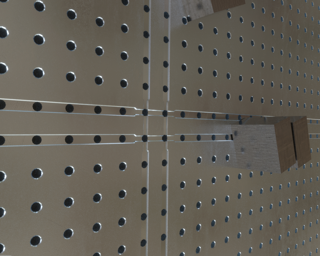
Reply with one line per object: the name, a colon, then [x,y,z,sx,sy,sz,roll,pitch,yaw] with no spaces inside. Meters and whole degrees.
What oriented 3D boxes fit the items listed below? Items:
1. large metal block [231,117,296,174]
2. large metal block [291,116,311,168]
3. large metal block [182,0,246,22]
large metal block: [0.174,0.026,0.522,0.050,0.080,0.079,-20,103,-39]
large metal block: [0.218,0.023,0.560,0.050,0.080,0.079,-18,102,-39]
large metal block: [0.074,-0.210,0.457,0.081,0.050,0.080,-29,109,-36]
